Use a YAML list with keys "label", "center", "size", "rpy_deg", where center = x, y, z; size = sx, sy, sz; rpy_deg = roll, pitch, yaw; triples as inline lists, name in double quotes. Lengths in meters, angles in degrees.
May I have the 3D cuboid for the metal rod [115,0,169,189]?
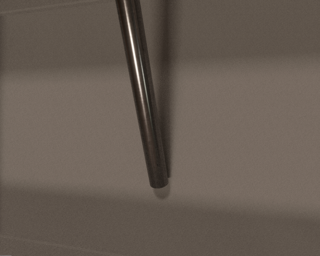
- label: "metal rod"
  center: [-0.022, -0.061, 0.352]
  size: [0.025, 0.025, 0.298]
  rpy_deg: [0, 116, 20]
